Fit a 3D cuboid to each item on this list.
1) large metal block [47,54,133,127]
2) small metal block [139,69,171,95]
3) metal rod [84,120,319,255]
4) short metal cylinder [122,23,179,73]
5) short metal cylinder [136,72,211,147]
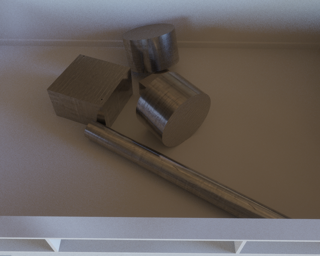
[{"bbox_3d":[-0.093,-0.050,0.430,0.080,0.050,0.080,17,52,13],"label":"large metal block"},{"bbox_3d":[0.005,-0.057,0.453,0.050,0.025,0.050,-34,58,-25],"label":"small metal block"},{"bbox_3d":[0.039,0.062,0.353,0.301,0.025,0.025,25,54,19],"label":"metal rod"},{"bbox_3d":[-0.013,-0.124,0.477,0.080,0.050,0.080,-8,32,5],"label":"short metal cylinder"},{"bbox_3d":[0.017,-0.023,0.389,0.080,0.080,0.050,-33,58,-25],"label":"short metal cylinder"}]
